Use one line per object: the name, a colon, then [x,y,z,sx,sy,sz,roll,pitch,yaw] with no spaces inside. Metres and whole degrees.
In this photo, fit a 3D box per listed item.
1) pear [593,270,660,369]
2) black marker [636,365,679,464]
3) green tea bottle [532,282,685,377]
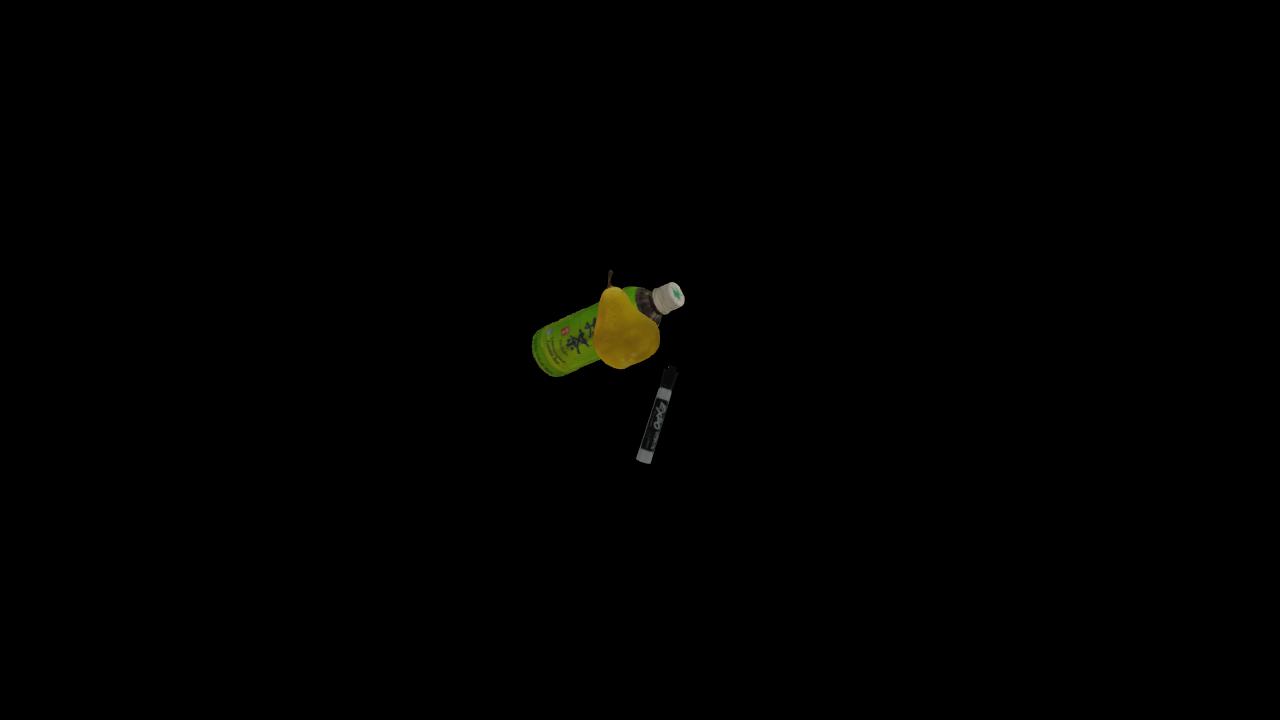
pear: [-0.027,-0.046,0.721,0.080,0.111,0.080,-27,3,2]
black marker: [0.022,0.065,0.743,0.020,0.121,0.020,17,-1,0]
green tea bottle: [-0.039,-0.042,0.758,0.212,0.073,0.073,-22,-12,31]
